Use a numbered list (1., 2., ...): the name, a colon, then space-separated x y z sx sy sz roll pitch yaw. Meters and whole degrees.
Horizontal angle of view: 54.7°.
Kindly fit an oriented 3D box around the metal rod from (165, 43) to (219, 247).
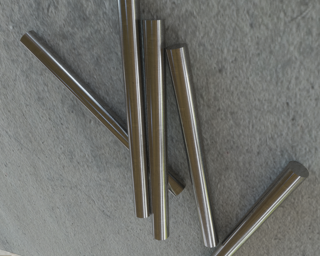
1. metal rod: 0.048 0.041 0.405 0.025 0.025 0.298 2 119 27

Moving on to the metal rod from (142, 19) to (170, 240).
1. metal rod: -0.003 0.019 0.395 0.025 0.025 0.298 9 115 23

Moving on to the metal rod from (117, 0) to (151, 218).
1. metal rod: -0.030 -0.014 0.389 0.025 0.025 0.298 8 115 23

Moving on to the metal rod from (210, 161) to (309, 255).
1. metal rod: 0.112 0.155 0.442 0.025 0.025 0.298 30 128 9

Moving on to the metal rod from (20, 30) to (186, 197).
1. metal rod: -0.076 -0.017 0.434 0.300 0.025 0.025 46 129 -4
